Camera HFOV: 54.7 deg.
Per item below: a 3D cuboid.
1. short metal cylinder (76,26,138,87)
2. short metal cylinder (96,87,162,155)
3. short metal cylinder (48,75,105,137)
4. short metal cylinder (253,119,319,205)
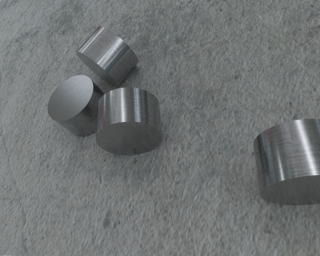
[{"bbox_3d":[-0.080,-0.108,0.475,0.080,0.080,0.050,32,79,37],"label":"short metal cylinder"},{"bbox_3d":[-0.039,-0.006,0.391,0.080,0.080,0.050,-17,55,18],"label":"short metal cylinder"},{"bbox_3d":[-0.121,-0.033,0.469,0.080,0.050,0.080,-13,56,20],"label":"short metal cylinder"},{"bbox_3d":[0.129,0.034,0.280,0.080,0.080,0.050,-12,57,21],"label":"short metal cylinder"}]
